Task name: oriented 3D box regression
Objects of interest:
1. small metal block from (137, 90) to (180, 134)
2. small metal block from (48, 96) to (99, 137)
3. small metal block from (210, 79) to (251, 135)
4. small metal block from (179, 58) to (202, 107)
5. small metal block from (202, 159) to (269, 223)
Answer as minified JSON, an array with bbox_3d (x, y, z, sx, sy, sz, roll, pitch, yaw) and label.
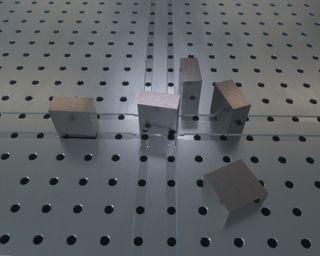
[{"bbox_3d":[-0.001,-0.020,0.409,0.050,0.050,0.025,8,51,7],"label":"small metal block"},{"bbox_3d":[-0.110,-0.014,0.403,0.050,0.050,0.025,2,50,2],"label":"small metal block"},{"bbox_3d":[0.093,-0.028,0.416,0.025,0.050,0.050,-16,52,-13],"label":"small metal block"},{"bbox_3d":[0.043,-0.065,0.447,0.025,0.050,0.050,-2,50,-2],"label":"small metal block"},{"bbox_3d":[0.083,0.070,0.350,0.050,0.025,0.050,-20,53,-17],"label":"small metal block"}]
